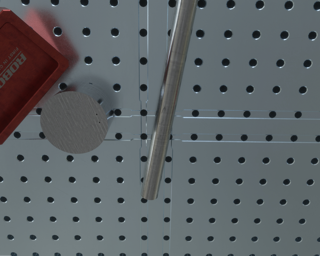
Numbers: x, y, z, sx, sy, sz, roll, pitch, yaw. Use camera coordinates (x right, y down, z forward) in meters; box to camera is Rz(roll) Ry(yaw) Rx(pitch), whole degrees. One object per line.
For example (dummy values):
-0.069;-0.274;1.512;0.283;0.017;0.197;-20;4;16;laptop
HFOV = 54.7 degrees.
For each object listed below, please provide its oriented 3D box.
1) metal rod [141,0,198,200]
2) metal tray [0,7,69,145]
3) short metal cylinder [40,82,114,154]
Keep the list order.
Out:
0.011;-0.040;0.398;0.025;0.025;0.298;10;110;-4;metal rod
-0.178;-0.055;0.345;0.130;0.030;0.090;-51;133;-5;metal tray
-0.103;-0.014;0.394;0.081;0.050;0.079;0;110;0;short metal cylinder
